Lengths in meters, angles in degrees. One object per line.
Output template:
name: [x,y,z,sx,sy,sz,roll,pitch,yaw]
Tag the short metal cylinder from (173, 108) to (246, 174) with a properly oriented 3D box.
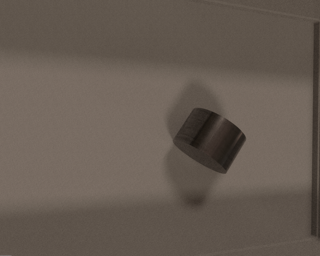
short metal cylinder: [0.064,0.017,0.406,0.080,0.080,0.050,37,78,-17]
